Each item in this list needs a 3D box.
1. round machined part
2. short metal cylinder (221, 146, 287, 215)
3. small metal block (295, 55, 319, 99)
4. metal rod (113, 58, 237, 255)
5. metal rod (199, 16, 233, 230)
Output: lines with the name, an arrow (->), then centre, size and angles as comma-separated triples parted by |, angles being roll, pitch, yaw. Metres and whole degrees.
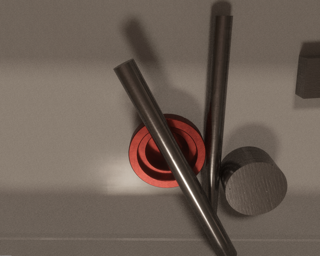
round machined part -> 0.009, 0.027, 0.412 | 0.099, 0.042, 0.097 | 0, 110, -1
short metal cylinder -> 0.125, 0.072, 0.426 | 0.081, 0.050, 0.079 | 0, 110, -1
small metal block -> 0.203, -0.065, 0.390 | 0.050, 0.025, 0.050 | -3, 110, 0
metal rod -> 0.028, 0.054, 0.386 | 0.025, 0.025, 0.299 | -26, 109, 9
metal rod -> 0.072, 0.008, 0.415 | 0.025, 0.025, 0.298 | 0, 110, -1
